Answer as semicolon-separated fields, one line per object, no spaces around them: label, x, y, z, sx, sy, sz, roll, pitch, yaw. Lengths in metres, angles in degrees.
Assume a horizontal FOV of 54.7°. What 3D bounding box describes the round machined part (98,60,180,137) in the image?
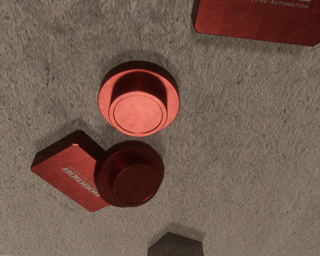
round machined part;-0.025;-0.028;0.372;0.099;0.042;0.097;-1;130;0

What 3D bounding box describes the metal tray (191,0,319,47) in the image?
metal tray;0.102;-0.131;0.294;0.131;0.030;0.089;5;130;-5

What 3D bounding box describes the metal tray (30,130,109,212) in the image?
metal tray;-0.110;0.069;0.461;0.090;0.030;0.130;-28;125;21

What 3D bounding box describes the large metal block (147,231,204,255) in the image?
large metal block;0.030;0.256;0.609;0.080;0.050;0.080;24;126;-20

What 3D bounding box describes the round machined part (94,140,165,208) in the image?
round machined part;-0.038;0.070;0.429;0.099;0.042;0.097;-10;116;-21
